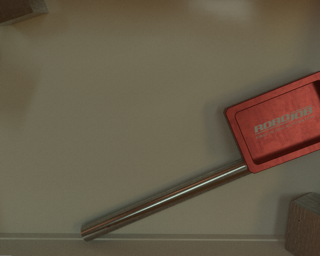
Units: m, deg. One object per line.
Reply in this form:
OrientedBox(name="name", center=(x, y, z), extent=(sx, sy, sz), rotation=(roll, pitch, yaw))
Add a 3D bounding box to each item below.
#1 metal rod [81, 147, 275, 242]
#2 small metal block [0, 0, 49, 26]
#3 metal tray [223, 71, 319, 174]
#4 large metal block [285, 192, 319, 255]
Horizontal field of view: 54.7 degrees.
OrientedBox(name="metal rod", center=(0.023, 0.098, 0.447), extent=(0.301, 0.025, 0.025), rotation=(-25, 109, 8))
OrientedBox(name="small metal block", center=(-0.161, -0.134, 0.346), extent=(0.050, 0.050, 0.025), rotation=(-16, 110, 5))
OrientedBox(name="metal tray", center=(0.158, -0.007, 0.394), extent=(0.130, 0.030, 0.090), rotation=(-22, 92, 7))
OrientedBox(name="large metal block", center=(0.229, 0.148, 0.431), extent=(0.050, 0.080, 0.079), rotation=(-12, 111, -32))
